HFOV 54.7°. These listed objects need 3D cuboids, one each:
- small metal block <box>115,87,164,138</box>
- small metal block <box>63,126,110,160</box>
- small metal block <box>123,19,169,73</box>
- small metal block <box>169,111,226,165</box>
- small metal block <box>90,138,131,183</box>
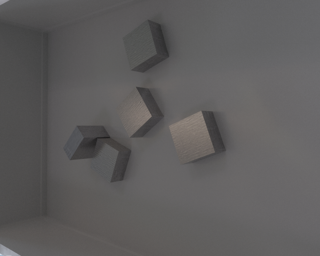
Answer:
[{"bbox_3d":[-0.029,-0.021,0.431,0.050,0.025,0.050,-42,65,32],"label":"small metal block"},{"bbox_3d":[-0.115,0.023,0.486,0.025,0.050,0.050,53,121,27],"label":"small metal block"},{"bbox_3d":[-0.020,-0.110,0.424,0.050,0.025,0.050,-23,75,37],"label":"small metal block"},{"bbox_3d":[0.044,0.012,0.371,0.050,0.025,0.050,-26,74,37],"label":"small metal block"},{"bbox_3d":[-0.075,0.047,0.469,0.050,0.025,0.050,27,107,37],"label":"small metal block"}]
